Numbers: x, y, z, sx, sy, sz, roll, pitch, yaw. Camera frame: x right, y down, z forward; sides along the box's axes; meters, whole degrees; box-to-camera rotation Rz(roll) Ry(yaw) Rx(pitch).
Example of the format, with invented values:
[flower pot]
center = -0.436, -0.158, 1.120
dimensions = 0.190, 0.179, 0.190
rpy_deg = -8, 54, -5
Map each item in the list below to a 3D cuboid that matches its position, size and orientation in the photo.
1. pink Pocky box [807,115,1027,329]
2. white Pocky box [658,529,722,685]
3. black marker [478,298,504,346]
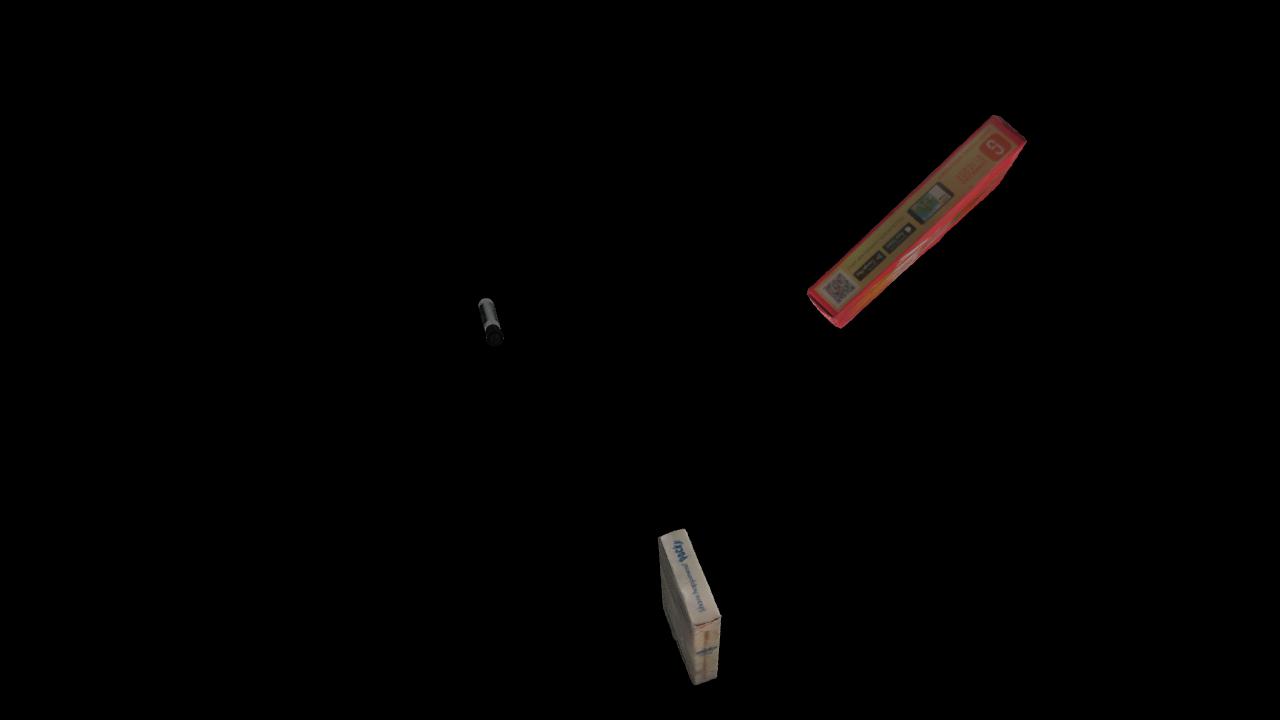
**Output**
[pink Pocky box]
center = 0.184, -0.086, 0.423
dimensions = 0.155, 0.029, 0.084
rpy_deg = -45, -16, 13
[white Pocky box]
center = 0.043, 0.226, 0.554
dimensions = 0.028, 0.154, 0.084
rpy_deg = -16, 47, -10
[black marker]
center = -0.171, -0.044, 0.701
dimensions = 0.020, 0.020, 0.121
rpy_deg = 0, 23, -19
